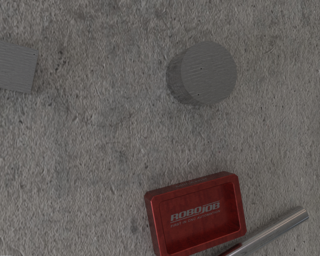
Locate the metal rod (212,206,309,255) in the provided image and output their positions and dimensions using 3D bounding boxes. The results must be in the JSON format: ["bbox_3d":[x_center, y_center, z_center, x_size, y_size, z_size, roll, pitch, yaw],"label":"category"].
[{"bbox_3d":[0.094,0.188,0.444,0.302,0.025,0.025,-22,98,-19],"label":"metal rod"}]

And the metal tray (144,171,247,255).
[{"bbox_3d":[0.051,0.118,0.425,0.131,0.030,0.089,-11,94,-20],"label":"metal tray"}]

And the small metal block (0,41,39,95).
[{"bbox_3d":[-0.167,-0.067,0.347,0.050,0.025,0.050,11,86,-20],"label":"small metal block"}]

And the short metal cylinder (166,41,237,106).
[{"bbox_3d":[0.055,-0.071,0.416,0.081,0.050,0.080,0,90,-20],"label":"short metal cylinder"}]
